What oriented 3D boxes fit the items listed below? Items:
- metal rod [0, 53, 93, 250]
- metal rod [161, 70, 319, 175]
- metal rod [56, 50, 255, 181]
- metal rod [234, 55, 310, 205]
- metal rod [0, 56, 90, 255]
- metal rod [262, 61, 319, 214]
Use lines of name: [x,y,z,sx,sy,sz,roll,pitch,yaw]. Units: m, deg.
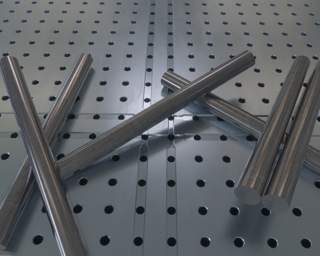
metal rod: [-0.143,0.003,0.404,0.025,0.025,0.300,7,50,6]
metal rod: [0.124,-0.003,0.410,0.300,0.025,0.025,33,57,24]
metal rod: [0.004,-0.024,0.404,0.301,0.025,0.025,-32,57,-16]
metal rod: [0.155,-0.020,0.396,0.025,0.025,0.301,23,45,18]
metal rod: [-0.137,0.029,0.352,0.025,0.025,0.299,-21,63,-17]
metal rod: [0.184,-0.013,0.391,0.025,0.025,0.301,24,46,19]
